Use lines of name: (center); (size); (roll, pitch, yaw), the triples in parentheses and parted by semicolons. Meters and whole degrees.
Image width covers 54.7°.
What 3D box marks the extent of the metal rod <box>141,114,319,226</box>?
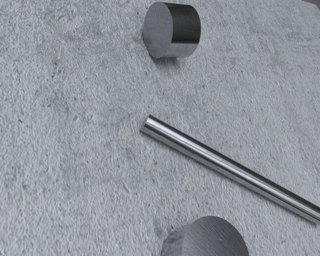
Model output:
metal rod: (0.111, 0.063, 0.427); (0.301, 0.025, 0.025); (28, 52, -11)

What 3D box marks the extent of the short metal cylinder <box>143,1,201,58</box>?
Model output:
short metal cylinder: (0.017, -0.147, 0.469); (0.050, 0.080, 0.080); (-9, 67, -32)

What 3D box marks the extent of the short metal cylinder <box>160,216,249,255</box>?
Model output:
short metal cylinder: (0.047, 0.140, 0.329); (0.081, 0.050, 0.080); (14, 56, -21)
